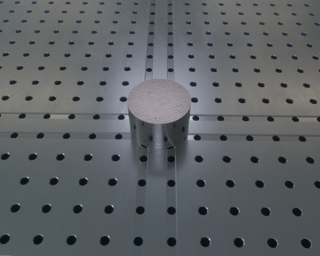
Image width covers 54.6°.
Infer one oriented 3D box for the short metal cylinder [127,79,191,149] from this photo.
[{"bbox_3d":[-0.001,-0.019,0.408,0.080,0.050,0.080,0,50,0],"label":"short metal cylinder"}]
